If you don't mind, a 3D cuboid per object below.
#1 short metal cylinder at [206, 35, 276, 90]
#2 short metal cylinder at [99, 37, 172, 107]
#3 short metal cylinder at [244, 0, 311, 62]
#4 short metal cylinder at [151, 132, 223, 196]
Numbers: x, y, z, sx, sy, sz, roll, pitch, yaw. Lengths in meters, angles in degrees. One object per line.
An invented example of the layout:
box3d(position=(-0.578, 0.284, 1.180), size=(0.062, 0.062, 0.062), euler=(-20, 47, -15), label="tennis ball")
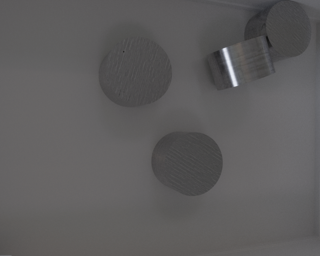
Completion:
box3d(position=(0.109, -0.087, 0.421), size=(0.081, 0.080, 0.050), euler=(-21, 97, -19), label="short metal cylinder")
box3d(position=(-0.032, -0.067, 0.385), size=(0.081, 0.050, 0.080), euler=(0, 90, -20), label="short metal cylinder")
box3d(position=(0.175, -0.140, 0.461), size=(0.081, 0.050, 0.080), euler=(0, 90, -20), label="short metal cylinder")
box3d(position=(0.035, 0.045, 0.410), size=(0.081, 0.050, 0.080), euler=(0, 90, -20), label="short metal cylinder")
